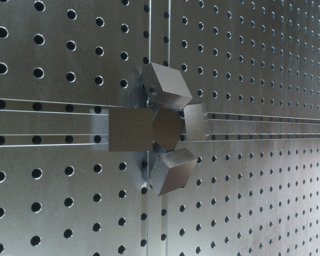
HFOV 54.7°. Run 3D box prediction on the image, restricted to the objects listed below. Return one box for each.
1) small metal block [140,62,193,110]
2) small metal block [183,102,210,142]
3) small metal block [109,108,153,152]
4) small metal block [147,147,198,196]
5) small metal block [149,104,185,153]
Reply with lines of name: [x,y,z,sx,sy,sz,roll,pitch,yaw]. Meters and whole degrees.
small metal block: [0.008,-0.054,0.401,0.050,0.025,0.050,8,49,-40]
small metal block: [0.053,-0.010,0.440,0.050,0.025,0.050,-29,112,-74]
small metal block: [-0.035,0.002,0.367,0.050,0.025,0.050,0,90,-6]
small metal block: [0.016,0.057,0.409,0.050,0.025,0.050,-12,133,-40]
small metal block: [0.002,0.001,0.412,0.050,0.025,0.050,39,66,-34]
